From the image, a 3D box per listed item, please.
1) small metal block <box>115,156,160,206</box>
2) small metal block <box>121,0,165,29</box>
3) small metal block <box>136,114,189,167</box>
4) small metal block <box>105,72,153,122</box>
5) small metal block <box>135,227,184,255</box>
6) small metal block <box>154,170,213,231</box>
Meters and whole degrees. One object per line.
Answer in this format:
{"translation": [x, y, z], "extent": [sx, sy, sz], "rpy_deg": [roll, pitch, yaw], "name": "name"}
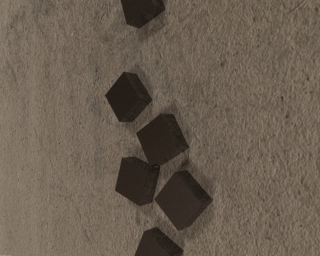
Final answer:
{"translation": [-0.032, 0.072, 0.429], "extent": [0.050, 0.025, 0.050], "rpy_deg": [21, 103, 37], "name": "small metal block"}
{"translation": [-0.025, -0.174, 0.424], "extent": [0.050, 0.025, 0.050], "rpy_deg": [-23, 76, 37], "name": "small metal block"}
{"translation": [0.002, 0.016, 0.401], "extent": [0.050, 0.025, 0.050], "rpy_deg": [-37, 68, 33], "name": "small metal block"}
{"translation": [-0.045, -0.043, 0.440], "extent": [0.050, 0.025, 0.050], "rpy_deg": [-45, 63, 30], "name": "small metal block"}
{"translation": [-0.004, 0.168, 0.406], "extent": [0.050, 0.025, 0.050], "rpy_deg": [32, 109, 35], "name": "small metal block"}
{"translation": [0.028, 0.088, 0.380], "extent": [0.050, 0.025, 0.050], "rpy_deg": [48, 118, 29], "name": "small metal block"}
